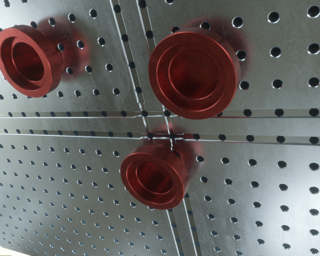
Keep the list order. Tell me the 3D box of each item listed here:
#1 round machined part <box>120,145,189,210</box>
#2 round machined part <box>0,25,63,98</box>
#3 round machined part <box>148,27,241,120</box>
[{"bbox_3d":[-0.004,0.065,0.443,0.098,0.042,0.097,13,124,21],"label":"round machined part"},{"bbox_3d":[-0.178,-0.096,0.436,0.098,0.042,0.097,13,124,21],"label":"round machined part"},{"bbox_3d":[0.040,-0.062,0.341,0.098,0.042,0.097,13,124,21],"label":"round machined part"}]
